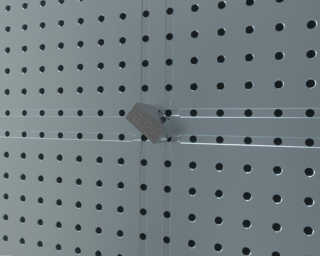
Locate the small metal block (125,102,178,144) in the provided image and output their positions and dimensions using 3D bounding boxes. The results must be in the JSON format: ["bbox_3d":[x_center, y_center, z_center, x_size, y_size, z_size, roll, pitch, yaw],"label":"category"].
[{"bbox_3d":[-0.010,-0.006,0.402,0.050,0.050,0.025,42,103,15],"label":"small metal block"}]
